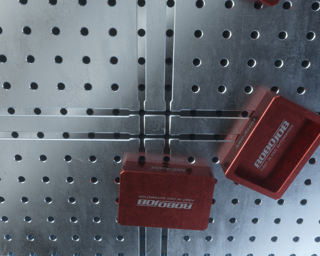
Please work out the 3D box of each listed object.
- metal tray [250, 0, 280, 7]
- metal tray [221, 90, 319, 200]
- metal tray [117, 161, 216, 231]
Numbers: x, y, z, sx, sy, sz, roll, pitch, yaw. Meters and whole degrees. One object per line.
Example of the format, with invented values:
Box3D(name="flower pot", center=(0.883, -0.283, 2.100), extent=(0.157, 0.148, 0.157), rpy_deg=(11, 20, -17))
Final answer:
Box3D(name="metal tray", center=(0.088, -0.202, 0.338), extent=(0.131, 0.030, 0.089), rpy_deg=(22, 108, -9))
Box3D(name="metal tray", center=(0.155, 0.026, 0.422), extent=(0.090, 0.030, 0.129), rpy_deg=(25, 108, -9))
Box3D(name="metal tray", center=(0.007, 0.099, 0.447), extent=(0.131, 0.030, 0.089), rpy_deg=(5, 110, -3))
